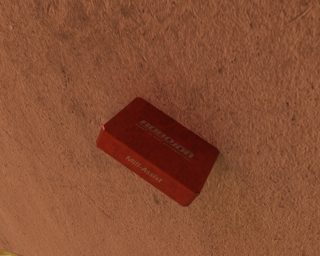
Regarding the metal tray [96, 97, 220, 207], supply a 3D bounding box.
[{"bbox_3d":[0.001,0.024,0.380,0.130,0.090,0.030,34,129,5],"label":"metal tray"}]
